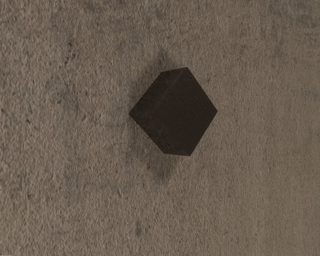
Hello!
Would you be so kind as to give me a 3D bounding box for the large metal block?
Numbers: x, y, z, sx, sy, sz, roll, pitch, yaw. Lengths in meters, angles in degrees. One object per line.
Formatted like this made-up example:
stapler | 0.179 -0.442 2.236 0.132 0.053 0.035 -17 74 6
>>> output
large metal block | 0.020 -0.021 0.407 0.080 0.050 0.080 50 60 -29
